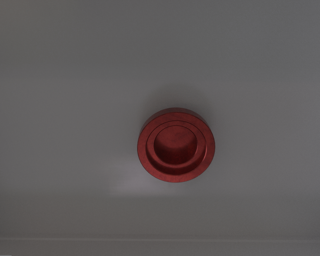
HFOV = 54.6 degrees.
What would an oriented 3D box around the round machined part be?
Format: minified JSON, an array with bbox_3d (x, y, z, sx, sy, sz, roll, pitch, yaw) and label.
[{"bbox_3d":[0.021,0.019,0.409,0.099,0.042,0.097,0,110,0],"label":"round machined part"}]
